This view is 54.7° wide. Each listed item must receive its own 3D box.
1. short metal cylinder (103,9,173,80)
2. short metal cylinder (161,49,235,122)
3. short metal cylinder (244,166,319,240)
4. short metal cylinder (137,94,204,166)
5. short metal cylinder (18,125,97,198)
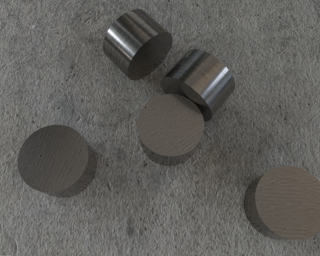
[{"bbox_3d":[-0.030,-0.111,0.419,0.080,0.080,0.050,-41,75,-13],"label":"short metal cylinder"},{"bbox_3d":[0.048,-0.054,0.399,0.080,0.080,0.050,37,74,12],"label":"short metal cylinder"},{"bbox_3d":[0.145,0.089,0.363,0.081,0.050,0.080,0,70,0],"label":"short metal cylinder"},{"bbox_3d":[0.013,0.004,0.393,0.081,0.050,0.080,0,70,0],"label":"short metal cylinder"},{"bbox_3d":[-0.122,0.042,0.379,0.081,0.050,0.080,0,70,0],"label":"short metal cylinder"}]
